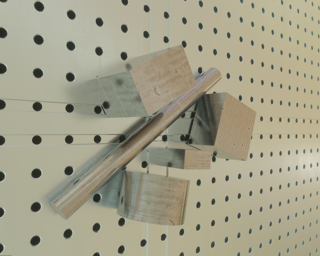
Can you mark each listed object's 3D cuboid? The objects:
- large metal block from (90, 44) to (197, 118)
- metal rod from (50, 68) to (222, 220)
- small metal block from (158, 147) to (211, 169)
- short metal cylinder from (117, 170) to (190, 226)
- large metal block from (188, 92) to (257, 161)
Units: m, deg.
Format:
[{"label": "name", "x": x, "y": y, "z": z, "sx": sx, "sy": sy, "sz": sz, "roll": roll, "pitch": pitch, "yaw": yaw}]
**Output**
[{"label": "large metal block", "x": -0.019, "y": -0.053, "z": 0.360, "sx": 0.081, "sy": 0.080, "sz": 0.050, "roll": -35, "pitch": 112, "yaw": -35}, {"label": "metal rod", "x": -0.010, "y": 0.002, "z": 0.402, "sx": 0.302, "sy": 0.025, "sz": 0.025, "roll": -42, "pitch": 116, "yaw": -32}, {"label": "small metal block", "x": 0.034, "y": 0.042, "z": 0.424, "sx": 0.050, "sy": 0.050, "sz": 0.025, "roll": 7, "pitch": 86, "yaw": -40}, {"label": "short metal cylinder", "x": -0.007, "y": 0.081, "z": 0.368, "sx": 0.081, "sy": 0.080, "sz": 0.050, "roll": 15, "pitch": 81, "yaw": -39}, {"label": "large metal block", "x": 0.097, "y": 0.000, "z": 0.473, "sx": 0.080, "sy": 0.050, "sz": 0.080, "roll": 25, "pitch": 75, "yaw": -38}]
